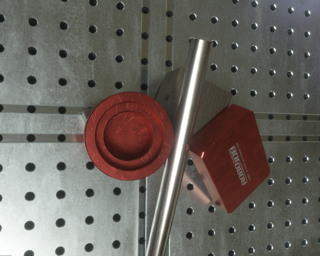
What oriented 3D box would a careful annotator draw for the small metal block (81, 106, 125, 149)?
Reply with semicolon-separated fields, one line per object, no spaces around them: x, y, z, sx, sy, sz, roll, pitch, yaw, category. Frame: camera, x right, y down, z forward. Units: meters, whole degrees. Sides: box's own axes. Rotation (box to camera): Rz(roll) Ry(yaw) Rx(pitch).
-0.064;-0.006;0.386;0.050;0.025;0.050;-23;98;-19;small metal block

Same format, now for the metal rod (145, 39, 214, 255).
0.018;0.047;0.373;0.025;0.025;0.298;7;104;-20;metal rod

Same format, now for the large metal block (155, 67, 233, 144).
0.037;-0.023;0.410;0.080;0.050;0.080;24;82;-19;large metal block

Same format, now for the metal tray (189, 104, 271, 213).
0.097;0.044;0.415;0.090;0.030;0.130;-40;128;-15;metal tray

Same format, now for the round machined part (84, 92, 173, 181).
-0.038;0.009;0.357;0.099;0.042;0.097;0;91;-17;round machined part
